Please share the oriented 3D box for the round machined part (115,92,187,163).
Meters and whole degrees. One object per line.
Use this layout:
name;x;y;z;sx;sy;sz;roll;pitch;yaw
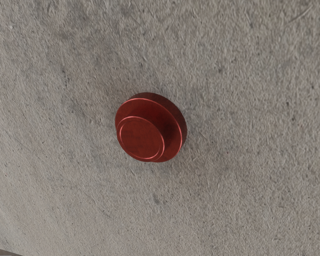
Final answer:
round machined part;-0.018;0.006;0.408;0.098;0.042;0.097;13;124;20
